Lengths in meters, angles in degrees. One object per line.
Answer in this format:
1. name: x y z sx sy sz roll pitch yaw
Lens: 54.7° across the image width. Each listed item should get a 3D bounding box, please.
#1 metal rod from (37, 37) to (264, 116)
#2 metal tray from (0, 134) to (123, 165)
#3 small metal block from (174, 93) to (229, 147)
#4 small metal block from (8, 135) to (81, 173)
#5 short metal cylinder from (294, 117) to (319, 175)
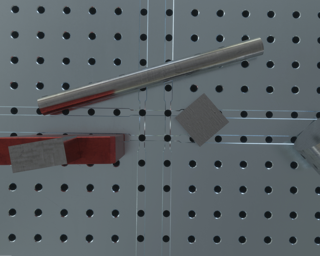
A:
1. metal rod: -0.011 -0.069 0.413 0.302 0.025 0.025 -16 90 -1
2. metal tray: -0.114 0.024 0.379 0.131 0.090 0.030 -1 90 -1
3. small metal block: 0.055 -0.011 0.414 0.050 0.025 0.050 -41 91 0
4. small metal block: -0.112 0.025 0.308 0.050 0.050 0.025 -10 90 0
5. short metal cylinder: 0.219 0.019 0.389 0.080 0.080 0.050 -43 91 0
